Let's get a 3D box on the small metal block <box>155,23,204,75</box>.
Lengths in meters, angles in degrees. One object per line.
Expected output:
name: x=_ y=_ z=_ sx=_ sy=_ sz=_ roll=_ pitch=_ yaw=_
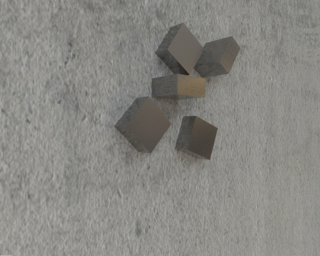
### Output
small metal block: x=0.028 y=-0.108 z=0.430 sx=0.050 sy=0.025 sz=0.050 roll=42 pitch=64 yaw=-32

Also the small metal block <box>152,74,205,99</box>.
small metal block: x=0.024 y=-0.053 z=0.411 sx=0.050 sy=0.050 sz=0.025 roll=1 pitch=90 yaw=-40

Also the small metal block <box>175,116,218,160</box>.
small metal block: x=0.054 y=0.015 z=0.452 sx=0.050 sy=0.025 sz=0.050 roll=26 pitch=74 yaw=-37

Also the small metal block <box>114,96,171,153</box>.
small metal block: x=-0.020 y=-0.004 z=0.390 sx=0.050 sy=0.025 sz=0.050 roll=50 pitch=60 yaw=-29

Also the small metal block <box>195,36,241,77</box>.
small metal block: x=0.085 y=-0.105 z=0.462 sx=0.025 sy=0.050 sz=0.050 roll=42 pitch=65 yaw=-33
